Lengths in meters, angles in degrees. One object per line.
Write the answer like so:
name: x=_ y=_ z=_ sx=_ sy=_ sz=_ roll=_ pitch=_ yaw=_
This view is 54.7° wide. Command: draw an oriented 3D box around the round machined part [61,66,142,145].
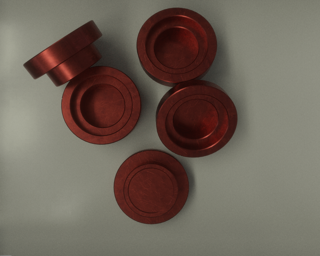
round machined part: x=-0.073 y=-0.028 z=0.402 sx=0.099 sy=0.042 sz=0.097 roll=0 pitch=90 yaw=-1

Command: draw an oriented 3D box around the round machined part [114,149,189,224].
round machined part: x=-0.011 y=0.077 z=0.403 sx=0.099 sy=0.042 sz=0.097 roll=0 pitch=90 yaw=-1

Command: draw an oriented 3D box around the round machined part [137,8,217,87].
round machined part: x=0.021 y=-0.099 z=0.398 sx=0.099 sy=0.042 sz=0.097 roll=0 pitch=81 yaw=1

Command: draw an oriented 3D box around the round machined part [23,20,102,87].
round machined part: x=-0.110 y=-0.086 z=0.377 sx=0.098 sy=0.098 sz=0.042 roll=-33 pitch=111 yaw=0

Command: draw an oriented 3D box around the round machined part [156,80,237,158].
round machined part: x=0.044 y=-0.015 z=0.391 sx=0.099 sy=0.042 sz=0.097 roll=-2 pitch=117 yaw=-3
